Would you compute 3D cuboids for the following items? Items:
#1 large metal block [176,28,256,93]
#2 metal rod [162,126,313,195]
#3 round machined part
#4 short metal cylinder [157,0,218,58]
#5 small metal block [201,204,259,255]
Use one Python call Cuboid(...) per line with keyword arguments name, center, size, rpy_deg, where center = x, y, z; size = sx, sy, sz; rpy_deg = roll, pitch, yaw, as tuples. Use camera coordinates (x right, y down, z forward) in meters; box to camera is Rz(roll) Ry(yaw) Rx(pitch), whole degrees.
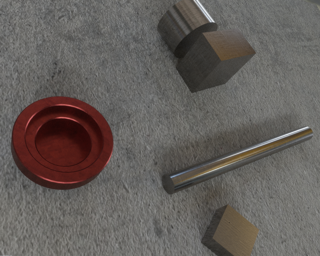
Cuboid(name="large metal block", center=(0.085, -0.104, 0.480), size=(0.081, 0.080, 0.050), rpy_deg=(-19, 72, -36))
Cuboid(name="metal rod", center=(0.132, 0.038, 0.453), size=(0.303, 0.025, 0.025), rpy_deg=(-13, 69, -34))
Cuboid(name="round machined part", center=(-0.103, 0.018, 0.327), size=(0.099, 0.042, 0.098), rpy_deg=(14, 56, -21))
Cuboid(name="short metal cylinder", center=(0.043, -0.156, 0.489), size=(0.081, 0.080, 0.050), rpy_deg=(-23, 75, -37))
Cuboid(name="small metal block", center=(0.085, 0.130, 0.372), size=(0.050, 0.025, 0.050), rpy_deg=(40, 51, -2))
